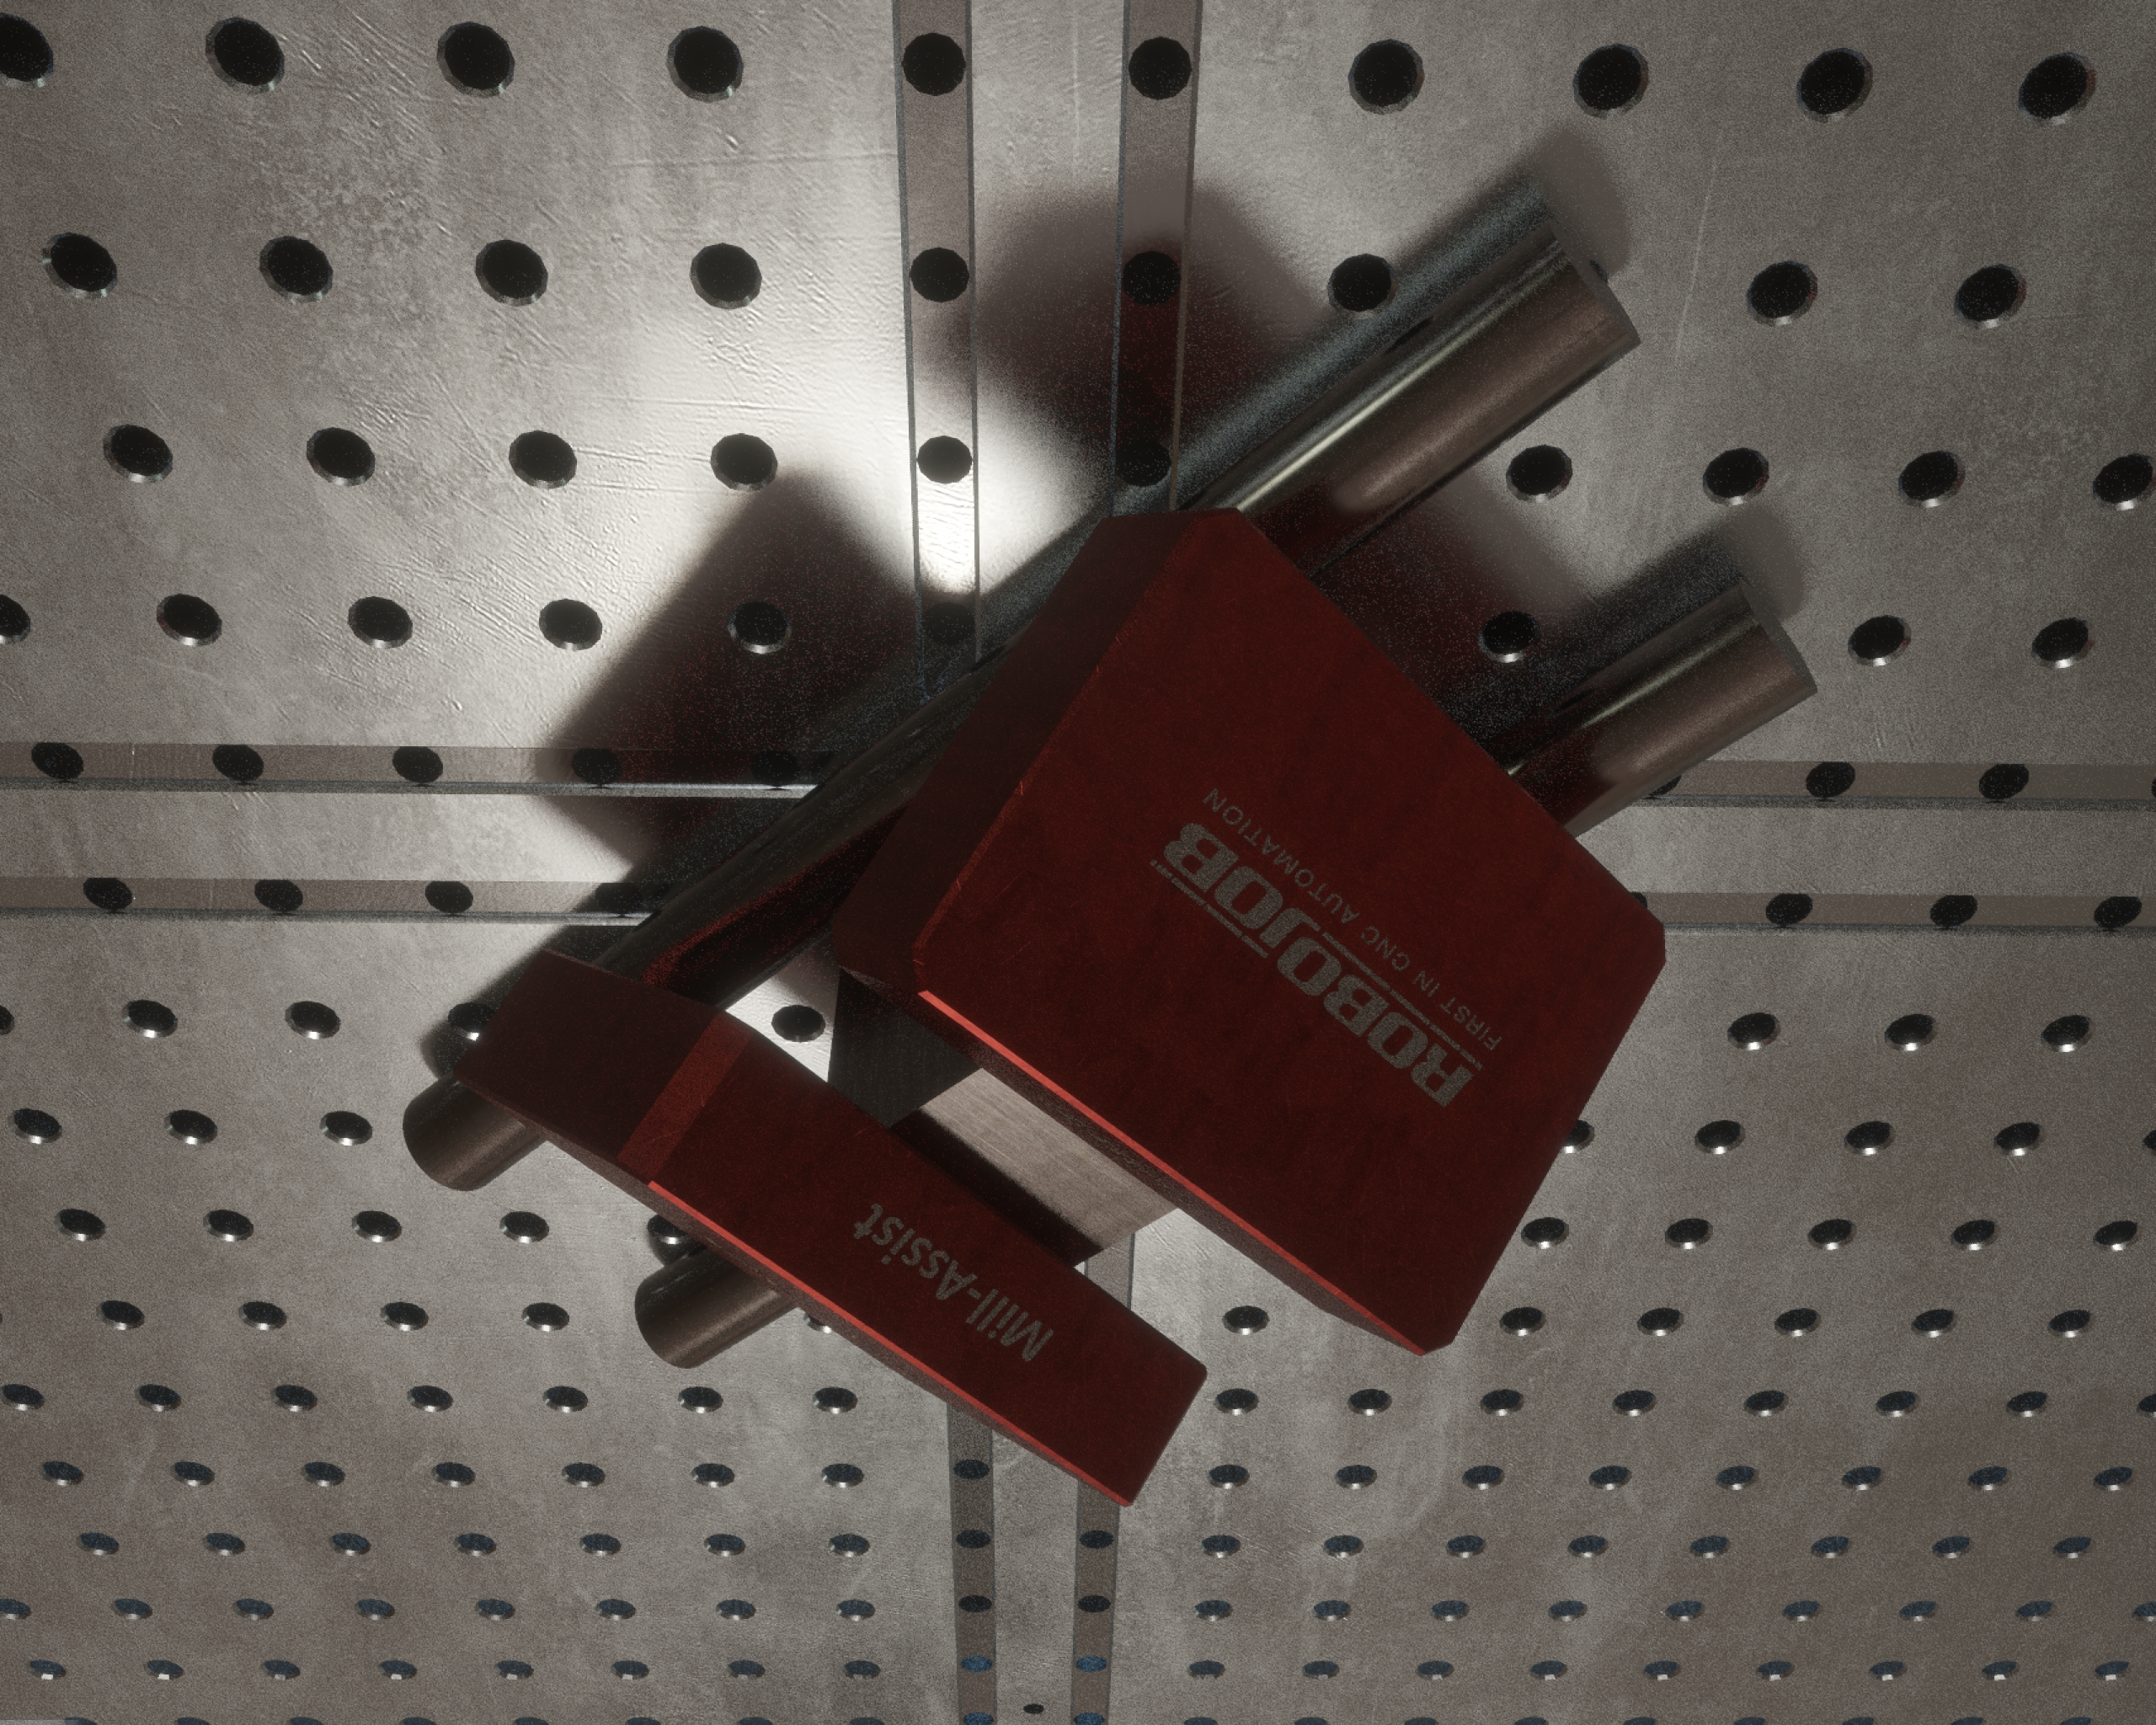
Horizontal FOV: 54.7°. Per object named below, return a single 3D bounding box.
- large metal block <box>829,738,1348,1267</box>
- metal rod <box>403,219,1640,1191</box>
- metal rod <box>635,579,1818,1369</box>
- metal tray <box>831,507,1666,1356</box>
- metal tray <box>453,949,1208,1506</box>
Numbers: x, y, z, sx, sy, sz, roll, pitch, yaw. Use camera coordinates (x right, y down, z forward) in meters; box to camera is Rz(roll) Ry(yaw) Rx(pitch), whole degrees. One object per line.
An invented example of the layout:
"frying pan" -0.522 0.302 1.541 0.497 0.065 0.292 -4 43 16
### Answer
"large metal block" 0.000 0.023 0.394 0.080 0.080 0.050 -34 122 25
"metal rod" -0.028 -0.016 0.398 0.299 0.025 0.025 -35 122 25
"metal rod" 0.015 0.035 0.442 0.299 0.025 0.025 -34 123 25
"metal tray" 0.035 0.014 0.352 0.130 0.030 0.090 39 76 -29
"metal tray" -0.047 0.069 0.399 0.130 0.030 0.090 42 162 -30
